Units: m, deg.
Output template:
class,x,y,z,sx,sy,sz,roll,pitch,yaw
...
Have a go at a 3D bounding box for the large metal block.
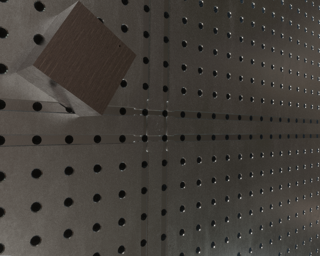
class,x,y,z,sx,sy,sz,roll,pitch,yaw
large metal block,-0.084,-0.067,0.323,0.080,0.050,0.080,39,66,-33
